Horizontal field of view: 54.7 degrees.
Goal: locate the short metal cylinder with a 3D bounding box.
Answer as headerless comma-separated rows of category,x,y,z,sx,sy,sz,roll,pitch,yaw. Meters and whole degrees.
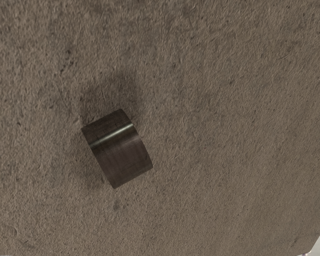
short metal cylinder,-0.050,0.024,0.360,0.050,0.080,0.080,-28,128,-11
